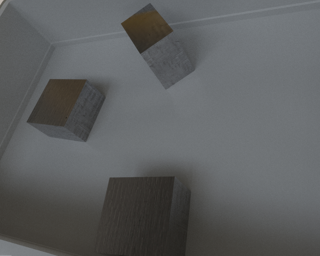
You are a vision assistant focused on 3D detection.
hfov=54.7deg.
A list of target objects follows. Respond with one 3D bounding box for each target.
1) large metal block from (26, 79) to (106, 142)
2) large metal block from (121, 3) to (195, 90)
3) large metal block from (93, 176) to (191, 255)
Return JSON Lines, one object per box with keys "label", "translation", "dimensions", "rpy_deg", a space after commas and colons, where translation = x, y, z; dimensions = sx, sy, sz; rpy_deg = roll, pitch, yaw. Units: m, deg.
{"label": "large metal block", "translation": [-0.144, -0.028, 0.480], "dimensions": [0.080, 0.050, 0.080], "rpy_deg": [6, 64, 30]}
{"label": "large metal block", "translation": [-0.003, -0.115, 0.441], "dimensions": [0.050, 0.080, 0.080], "rpy_deg": [-34, 52, 6]}
{"label": "large metal block", "translation": [-0.016, 0.100, 0.336], "dimensions": [0.080, 0.050, 0.080], "rpy_deg": [-5, 59, 25]}
